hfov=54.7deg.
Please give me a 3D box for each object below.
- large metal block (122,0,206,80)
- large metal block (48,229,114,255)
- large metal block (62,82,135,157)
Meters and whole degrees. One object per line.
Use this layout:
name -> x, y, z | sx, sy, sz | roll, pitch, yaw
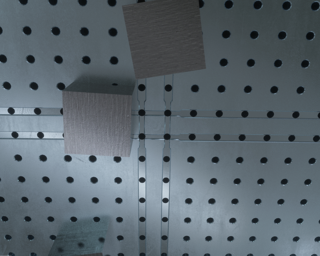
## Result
large metal block -> 0.006, -0.106, 0.361 | 0.080, 0.050, 0.079 | -9, 110, 2
large metal block -> -0.116, 0.209, 0.476 | 0.080, 0.050, 0.079 | -7, 110, 2
large metal block -> -0.075, -0.012, 0.395 | 0.081, 0.050, 0.079 | 4, 110, -2
